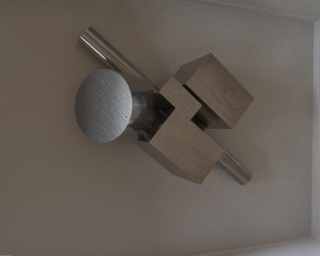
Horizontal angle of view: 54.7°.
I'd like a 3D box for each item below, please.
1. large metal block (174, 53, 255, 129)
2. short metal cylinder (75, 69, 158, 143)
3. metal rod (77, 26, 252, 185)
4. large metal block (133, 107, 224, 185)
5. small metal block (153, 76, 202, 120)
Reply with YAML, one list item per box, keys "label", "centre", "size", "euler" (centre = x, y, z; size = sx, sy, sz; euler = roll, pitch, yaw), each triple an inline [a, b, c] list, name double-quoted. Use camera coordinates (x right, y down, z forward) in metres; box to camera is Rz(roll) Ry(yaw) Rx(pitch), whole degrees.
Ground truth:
- label: "large metal block"
  centre: [0.059, -0.044, 0.404]
  size: [0.080, 0.080, 0.050]
  euler: [42, 77, -16]
- label: "short metal cylinder"
  centre: [-0.050, -0.024, 0.356]
  size: [0.050, 0.080, 0.079]
  euler: [1, 90, -60]
- label: "metal rod"
  centre: [0.017, -0.020, 0.417]
  size: [0.300, 0.025, 0.025]
  euler: [41, 77, -16]
- label: "large metal block"
  centre: [0.018, 0.021, 0.388]
  size: [0.080, 0.080, 0.050]
  euler: [41, 77, -16]
- label: "small metal block"
  centre: [0.016, -0.034, 0.378]
  size: [0.050, 0.050, 0.025]
  euler: [43, 77, -16]
